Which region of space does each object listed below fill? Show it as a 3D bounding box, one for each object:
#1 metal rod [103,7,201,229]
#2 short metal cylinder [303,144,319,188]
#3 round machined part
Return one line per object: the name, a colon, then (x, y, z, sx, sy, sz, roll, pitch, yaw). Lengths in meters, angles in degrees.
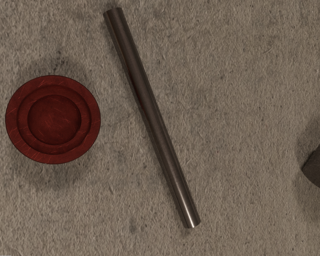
metal rod: (-0.008, -0.007, 0.407, 0.025, 0.025, 0.298, -23, 98, -19)
short metal cylinder: (0.275, 0.066, 0.484, 0.080, 0.080, 0.050, 43, 76, -15)
round machined part: (-0.121, -0.009, 0.356, 0.099, 0.042, 0.097, 0, 90, -21)
